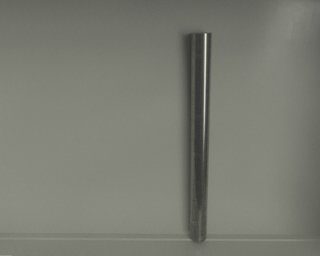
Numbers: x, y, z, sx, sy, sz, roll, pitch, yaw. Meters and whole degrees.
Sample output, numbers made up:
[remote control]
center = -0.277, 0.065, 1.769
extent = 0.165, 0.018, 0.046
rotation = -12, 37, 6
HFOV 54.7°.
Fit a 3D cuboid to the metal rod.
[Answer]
[metal rod]
center = 0.054, 0.026, 0.421
extent = 0.025, 0.025, 0.298
rotation = -2, 110, 0
